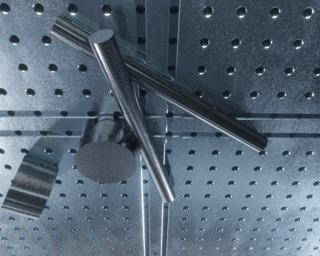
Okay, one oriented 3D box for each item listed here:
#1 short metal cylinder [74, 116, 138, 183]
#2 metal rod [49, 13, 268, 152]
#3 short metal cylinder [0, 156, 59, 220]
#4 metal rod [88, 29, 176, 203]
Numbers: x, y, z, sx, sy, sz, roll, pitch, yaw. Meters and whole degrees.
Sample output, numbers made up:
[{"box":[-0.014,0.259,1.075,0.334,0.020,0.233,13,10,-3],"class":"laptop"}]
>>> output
[{"box":[-0.070,0.030,0.420,0.081,0.050,0.079,0,130,0],"class":"short metal cylinder"},{"box":[0.016,-0.042,0.375,0.301,0.025,0.025,27,125,-22],"class":"metal rod"},{"box":[-0.187,0.086,0.447,0.050,0.080,0.080,24,126,-19],"class":"short metal cylinder"},{"box":[-0.022,0.012,0.401,0.025,0.025,0.299,-11,136,9],"class":"metal rod"}]
